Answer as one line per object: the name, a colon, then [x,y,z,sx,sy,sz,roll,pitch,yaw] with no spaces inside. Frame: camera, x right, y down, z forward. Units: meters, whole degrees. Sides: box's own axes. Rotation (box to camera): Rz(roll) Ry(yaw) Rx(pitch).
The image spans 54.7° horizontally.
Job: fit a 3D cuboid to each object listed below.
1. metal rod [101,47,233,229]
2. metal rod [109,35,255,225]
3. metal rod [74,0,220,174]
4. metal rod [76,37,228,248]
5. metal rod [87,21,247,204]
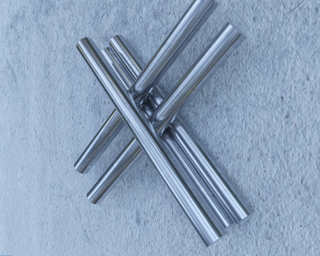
metal rod: [-0.002,-0.001,0.406,0.025,0.025,0.299,-49,61,28]
metal rod: [0.014,-0.015,0.393,0.025,0.025,0.299,-49,61,28]
metal rod: [-0.032,-0.040,0.398,0.299,0.025,0.025,-49,61,28]
metal rod: [-0.024,-0.003,0.359,0.025,0.025,0.299,-50,61,28]
metal rod: [-0.009,0.001,0.379,0.299,0.025,0.025,-49,61,28]
